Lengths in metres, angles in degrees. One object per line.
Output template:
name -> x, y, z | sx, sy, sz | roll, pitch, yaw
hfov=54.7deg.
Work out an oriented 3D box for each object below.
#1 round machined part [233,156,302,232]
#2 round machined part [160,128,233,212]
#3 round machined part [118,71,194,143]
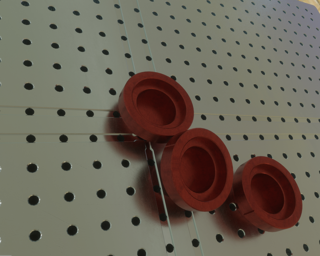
round machined part -> 0.139, 0.091, 0.419 | 0.099, 0.042, 0.098 | 14, 56, -21
round machined part -> 0.040, 0.051, 0.377 | 0.099, 0.042, 0.098 | 10, 73, -34
round machined part -> -0.008, -0.023, 0.408 | 0.099, 0.042, 0.098 | 14, 56, -21
